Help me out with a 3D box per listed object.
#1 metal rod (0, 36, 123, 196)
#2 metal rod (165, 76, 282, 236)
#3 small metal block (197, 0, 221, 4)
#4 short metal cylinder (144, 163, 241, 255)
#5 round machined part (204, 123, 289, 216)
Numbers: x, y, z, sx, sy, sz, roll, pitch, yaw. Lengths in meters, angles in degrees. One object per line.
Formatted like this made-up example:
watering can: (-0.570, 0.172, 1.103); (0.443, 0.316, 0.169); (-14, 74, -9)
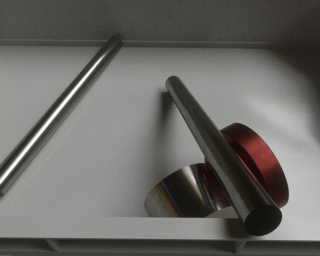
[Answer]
metal rod: (-0.129, -0.038, 0.435); (0.025, 0.025, 0.301); (17, 52, 13)
metal rod: (0.043, -0.004, 0.329); (0.025, 0.025, 0.300); (-7, 25, -6)
small metal block: (0.099, -0.289, 0.652); (0.050, 0.025, 0.050); (-17, 52, -15)
short metal cylinder: (0.032, 0.080, 0.303); (0.081, 0.080, 0.050); (-21, 54, -17)
round machined part: (0.081, 0.047, 0.320); (0.042, 0.098, 0.098); (-26, 55, -11)
